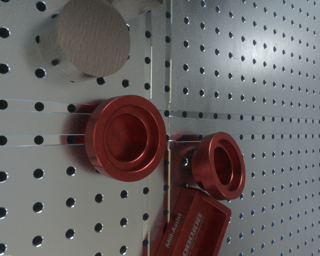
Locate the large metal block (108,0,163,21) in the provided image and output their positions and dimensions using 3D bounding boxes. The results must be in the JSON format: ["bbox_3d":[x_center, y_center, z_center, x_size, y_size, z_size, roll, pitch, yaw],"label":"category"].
[{"bbox_3d":[-0.045,-0.166,0.335,0.080,0.080,0.050,28,73,-37],"label":"large metal block"}]

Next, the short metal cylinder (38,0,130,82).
[{"bbox_3d":[-0.079,-0.091,0.326,0.081,0.050,0.080,0,90,-40],"label":"short metal cylinder"}]

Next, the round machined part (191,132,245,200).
[{"bbox_3d":[0.083,0.057,0.456,0.099,0.042,0.098,21,61,-44],"label":"round machined part"}]

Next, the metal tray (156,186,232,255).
[{"bbox_3d":[0.048,0.161,0.446,0.090,0.030,0.130,38,67,-34],"label":"metal tray"}]

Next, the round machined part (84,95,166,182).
[{"bbox_3d":[-0.043,0.012,0.362,0.099,0.042,0.097,0,90,-40],"label":"round machined part"}]
